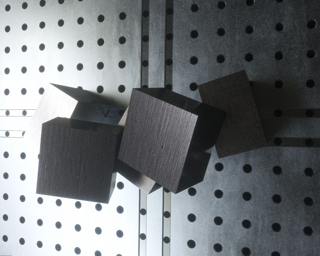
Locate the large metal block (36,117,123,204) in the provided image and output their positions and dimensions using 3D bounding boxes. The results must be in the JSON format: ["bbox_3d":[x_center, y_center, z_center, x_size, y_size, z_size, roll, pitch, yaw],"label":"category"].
[{"bbox_3d":[-0.091,0.035,0.360,0.081,0.050,0.079,9,100,-2],"label":"large metal block"}]

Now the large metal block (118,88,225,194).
[{"bbox_3d":[0.009,0.008,0.321,0.080,0.050,0.079,26,112,33],"label":"large metal block"}]

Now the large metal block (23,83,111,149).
[{"bbox_3d":[-0.125,-0.010,0.425,0.050,0.080,0.080,31,100,17],"label":"large metal block"}]

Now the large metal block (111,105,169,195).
[{"bbox_3d":[-0.018,0.026,0.404,0.080,0.050,0.080,34,101,16],"label":"large metal block"}]

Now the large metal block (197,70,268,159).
[{"bbox_3d":[0.086,-0.014,0.352,0.050,0.080,0.080,-17,85,19],"label":"large metal block"}]
